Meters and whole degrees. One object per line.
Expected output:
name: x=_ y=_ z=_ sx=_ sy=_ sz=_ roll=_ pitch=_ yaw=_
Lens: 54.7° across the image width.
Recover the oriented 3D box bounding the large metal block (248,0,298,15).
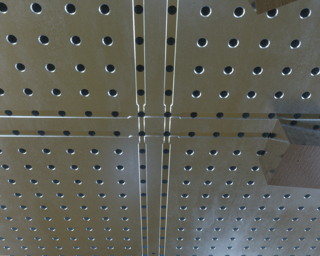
large metal block: x=0.110 y=-0.157 z=0.263 sx=0.080 sy=0.050 sz=0.080 roll=-17 pitch=128 yaw=13

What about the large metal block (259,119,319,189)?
large metal block: x=0.195 y=0.037 z=0.430 sx=0.081 sy=0.050 sz=0.079 roll=5 pitch=130 yaw=-5
